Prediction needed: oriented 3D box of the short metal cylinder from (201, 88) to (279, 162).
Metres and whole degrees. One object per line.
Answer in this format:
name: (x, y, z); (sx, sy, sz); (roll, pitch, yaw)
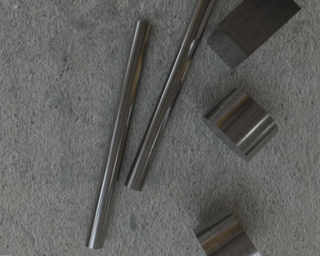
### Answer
short metal cylinder: (0.097, -0.004, 0.383); (0.080, 0.080, 0.050); (45, 90, 0)

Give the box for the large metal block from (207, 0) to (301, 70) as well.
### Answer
large metal block: (0.110, -0.124, 0.383); (0.080, 0.080, 0.050); (-43, 90, 0)

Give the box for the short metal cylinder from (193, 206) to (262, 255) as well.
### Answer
short metal cylinder: (0.085, 0.145, 0.383); (0.050, 0.080, 0.080); (-34, 90, 0)

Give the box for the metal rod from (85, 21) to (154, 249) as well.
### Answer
metal rod: (-0.054, 0.009, 0.409); (0.025, 0.025, 0.298); (13, 90, 0)

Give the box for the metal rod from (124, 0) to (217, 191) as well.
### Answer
metal rod: (0.019, -0.060, 0.409); (0.025, 0.025, 0.299); (21, 90, 0)
